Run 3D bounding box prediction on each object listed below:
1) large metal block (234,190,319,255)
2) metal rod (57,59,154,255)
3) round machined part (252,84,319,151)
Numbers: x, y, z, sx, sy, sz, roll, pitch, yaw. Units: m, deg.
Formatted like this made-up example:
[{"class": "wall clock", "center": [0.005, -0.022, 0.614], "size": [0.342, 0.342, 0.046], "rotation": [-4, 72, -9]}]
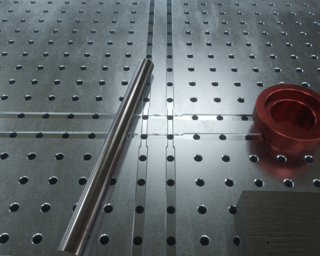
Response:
[{"class": "large metal block", "center": [0.121, 0.109, 0.300], "size": [0.080, 0.050, 0.080], "rotation": [2, 50, 1]}, {"class": "metal rod", "center": [-0.055, 0.012, 0.396], "size": [0.025, 0.025, 0.300], "rotation": [10, 51, 8]}, {"class": "round machined part", "center": [0.171, -0.010, 0.406], "size": [0.099, 0.042, 0.098], "rotation": [0, 50, 0]}]
